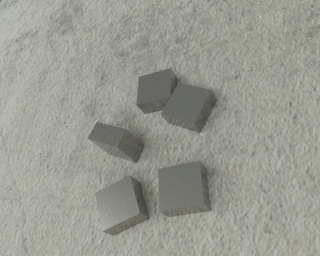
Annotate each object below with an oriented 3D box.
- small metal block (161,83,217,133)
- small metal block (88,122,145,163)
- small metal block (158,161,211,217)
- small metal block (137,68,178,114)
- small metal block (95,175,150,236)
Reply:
[{"bbox_3d":[0.038,-0.027,0.400,0.050,0.025,0.050,18,71,34],"label":"small metal block"},{"bbox_3d":[-0.056,0.019,0.404,0.050,0.050,0.025,13,69,33],"label":"small metal block"},{"bbox_3d":[0.027,0.069,0.347,0.050,0.025,0.050,-14,56,20],"label":"small metal block"},{"bbox_3d":[-0.003,-0.052,0.436,0.050,0.025,0.050,-11,57,21],"label":"small metal block"},{"bbox_3d":[-0.046,0.092,0.370,0.050,0.025,0.050,-28,52,10],"label":"small metal block"}]
